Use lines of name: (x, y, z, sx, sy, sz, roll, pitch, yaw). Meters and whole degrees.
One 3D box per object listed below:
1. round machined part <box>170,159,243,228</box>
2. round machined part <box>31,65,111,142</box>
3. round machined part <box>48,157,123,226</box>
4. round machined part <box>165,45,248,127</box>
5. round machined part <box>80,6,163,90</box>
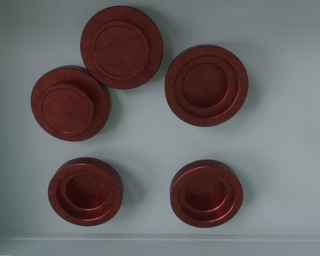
round machined part: (0.063, 0.088, 0.436, 0.099, 0.042, 0.097, 0, 110, -1)
round machined part: (-0.114, -0.027, 0.391, 0.099, 0.042, 0.097, 0, 110, -1)
round machined part: (-0.100, 0.084, 0.432, 0.099, 0.042, 0.097, 0, 110, -1)
round machined part: (0.055, -0.054, 0.383, 0.099, 0.042, 0.097, 0, 110, -1)
round machined part: (-0.045, -0.093, 0.367, 0.099, 0.042, 0.097, 0, 110, -1)
